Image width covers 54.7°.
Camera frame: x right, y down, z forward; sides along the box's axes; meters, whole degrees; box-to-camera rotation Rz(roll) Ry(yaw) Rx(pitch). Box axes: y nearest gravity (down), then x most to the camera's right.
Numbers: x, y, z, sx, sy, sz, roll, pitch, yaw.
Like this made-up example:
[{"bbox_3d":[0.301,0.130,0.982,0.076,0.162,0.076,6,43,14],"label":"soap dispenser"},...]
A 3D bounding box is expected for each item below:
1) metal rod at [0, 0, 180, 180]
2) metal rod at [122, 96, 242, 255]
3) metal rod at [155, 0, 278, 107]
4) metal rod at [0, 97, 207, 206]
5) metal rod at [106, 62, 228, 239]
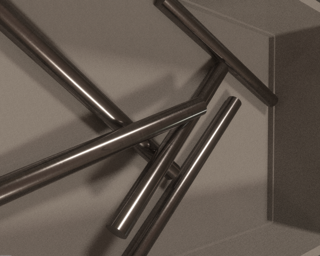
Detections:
[{"bbox_3d":[-0.073,-0.032,0.346,0.300,0.025,0.025,45,63,-31],"label":"metal rod"},{"bbox_3d":[0.042,0.063,0.443,0.301,0.025,0.025,-52,121,-27],"label":"metal rod"},{"bbox_3d":[0.108,-0.111,0.499,0.301,0.025,0.025,30,71,-36],"label":"metal rod"},{"bbox_3d":[-0.068,0.024,0.326,0.302,0.025,0.025,-24,105,-30],"label":"metal rod"},{"bbox_3d":[0.026,0.006,0.403,0.025,0.025,0.301,55,50,-26],"label":"metal rod"}]
